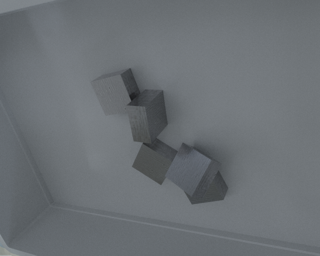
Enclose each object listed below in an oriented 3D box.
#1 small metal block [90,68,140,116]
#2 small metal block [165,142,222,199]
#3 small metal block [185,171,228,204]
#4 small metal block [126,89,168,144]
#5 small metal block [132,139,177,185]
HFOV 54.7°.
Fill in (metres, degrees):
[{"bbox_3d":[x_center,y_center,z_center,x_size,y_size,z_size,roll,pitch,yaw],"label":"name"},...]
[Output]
[{"bbox_3d":[-0.056,-0.047,0.409,0.050,0.025,0.050,-8,115,31],"label":"small metal block"},{"bbox_3d":[0.041,0.053,0.392,0.050,0.025,0.050,32,96,43],"label":"small metal block"},{"bbox_3d":[0.057,0.074,0.424,0.050,0.025,0.050,-19,109,35],"label":"small metal block"},{"bbox_3d":[-0.015,-0.016,0.391,0.025,0.050,0.050,6,121,25],"label":"small metal block"},{"bbox_3d":[-0.006,0.045,0.440,0.050,0.025,0.050,32,129,7],"label":"small metal block"}]
